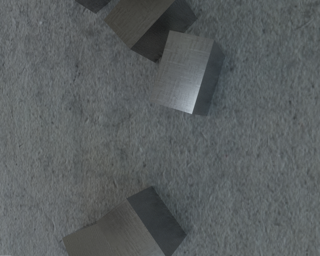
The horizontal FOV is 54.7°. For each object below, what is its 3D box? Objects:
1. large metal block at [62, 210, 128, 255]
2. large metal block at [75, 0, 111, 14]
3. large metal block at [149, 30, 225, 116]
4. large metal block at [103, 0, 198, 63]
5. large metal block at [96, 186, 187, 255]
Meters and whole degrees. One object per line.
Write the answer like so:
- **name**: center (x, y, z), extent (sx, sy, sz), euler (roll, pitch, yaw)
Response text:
- **large metal block**: center (-0.072, 0.166, 0.420), extent (0.080, 0.050, 0.080), euler (-27, 82, 18)
- **large metal block**: center (-0.091, -0.222, 0.427), extent (0.080, 0.050, 0.080), euler (-33, 80, 16)
- **large metal block**: center (0.036, -0.060, 0.367), extent (0.050, 0.080, 0.080), euler (18, 96, 19)
- **large metal block**: center (-0.008, -0.134, 0.382), extent (0.080, 0.080, 0.050), euler (-44, 77, 14)
- **large metal block**: center (-0.020, 0.126, 0.386), extent (0.050, 0.080, 0.080), euler (-40, 78, 15)
